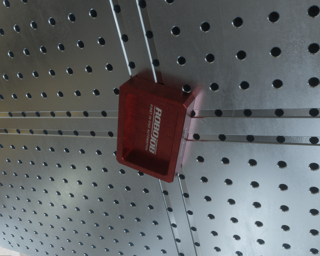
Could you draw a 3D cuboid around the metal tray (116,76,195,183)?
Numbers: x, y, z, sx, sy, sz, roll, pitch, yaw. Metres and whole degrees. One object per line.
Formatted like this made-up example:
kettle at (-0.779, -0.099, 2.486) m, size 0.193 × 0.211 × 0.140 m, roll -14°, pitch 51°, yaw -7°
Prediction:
metal tray at (-0.010, 0.005, 0.417) m, size 0.090 × 0.030 × 0.129 m, roll 19°, pitch 126°, yaw 16°
